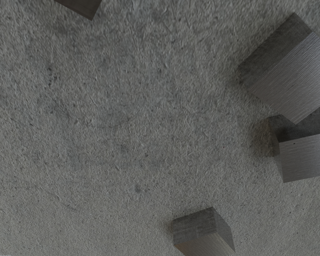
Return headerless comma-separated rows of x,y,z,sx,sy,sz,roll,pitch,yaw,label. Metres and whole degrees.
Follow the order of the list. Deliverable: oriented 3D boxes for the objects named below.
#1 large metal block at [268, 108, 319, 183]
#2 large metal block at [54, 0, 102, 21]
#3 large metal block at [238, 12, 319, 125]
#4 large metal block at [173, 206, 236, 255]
0.195,0.021,0.410,0.080,0.050,0.080,-14,129,11,large metal block
-0.055,-0.146,0.246,0.050,0.080,0.080,25,126,-20,large metal block
0.148,-0.062,0.339,0.080,0.050,0.080,30,124,-23,large metal block
0.079,0.195,0.557,0.080,0.050,0.080,-25,126,19,large metal block
